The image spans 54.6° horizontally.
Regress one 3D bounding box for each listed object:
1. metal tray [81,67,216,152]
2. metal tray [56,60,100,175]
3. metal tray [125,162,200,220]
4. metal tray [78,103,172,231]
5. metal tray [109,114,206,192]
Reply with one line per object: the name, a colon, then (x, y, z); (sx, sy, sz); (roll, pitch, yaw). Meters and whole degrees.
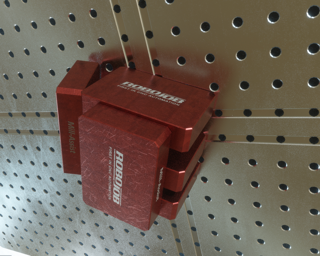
metal tray: (-0.012, -0.027, 0.358); (0.130, 0.090, 0.030); (19, 126, 17)
metal tray: (-0.104, -0.013, 0.413); (0.030, 0.090, 0.129); (7, 124, -1)
metal tray: (-0.022, 0.059, 0.418); (0.130, 0.090, 0.030); (19, 126, 16)
metal tray: (-0.041, 0.046, 0.341); (0.090, 0.030, 0.129); (19, 126, 17)
metal tray: (-0.018, 0.022, 0.391); (0.130, 0.090, 0.030); (18, 124, 16)
